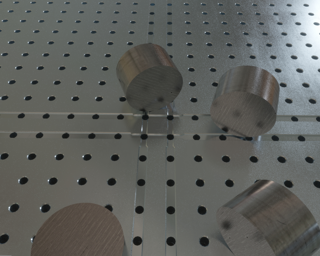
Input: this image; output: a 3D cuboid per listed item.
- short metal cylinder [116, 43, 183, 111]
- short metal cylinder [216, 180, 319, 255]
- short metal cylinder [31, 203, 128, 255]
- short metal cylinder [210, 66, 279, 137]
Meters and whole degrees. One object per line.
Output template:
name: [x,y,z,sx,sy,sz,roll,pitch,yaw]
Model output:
short metal cylinder: [-0.015,-0.069,0.430,0.081,0.080,0.050,-16,52,-13]
short metal cylinder: [0.099,0.096,0.292,0.050,0.080,0.080,-28,56,-21]
short metal cylinder: [-0.072,0.118,0.291,0.081,0.050,0.080,0,50,0]
short metal cylinder: [0.110,-0.033,0.400,0.080,0.080,0.050,14,52,11]
